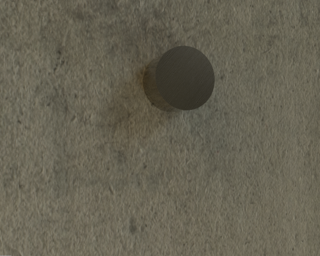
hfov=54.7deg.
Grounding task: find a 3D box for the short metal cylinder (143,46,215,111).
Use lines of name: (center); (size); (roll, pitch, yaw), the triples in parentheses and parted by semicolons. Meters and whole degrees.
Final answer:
short metal cylinder: (0.024, -0.062, 0.406); (0.081, 0.050, 0.079); (0, 90, -21)
